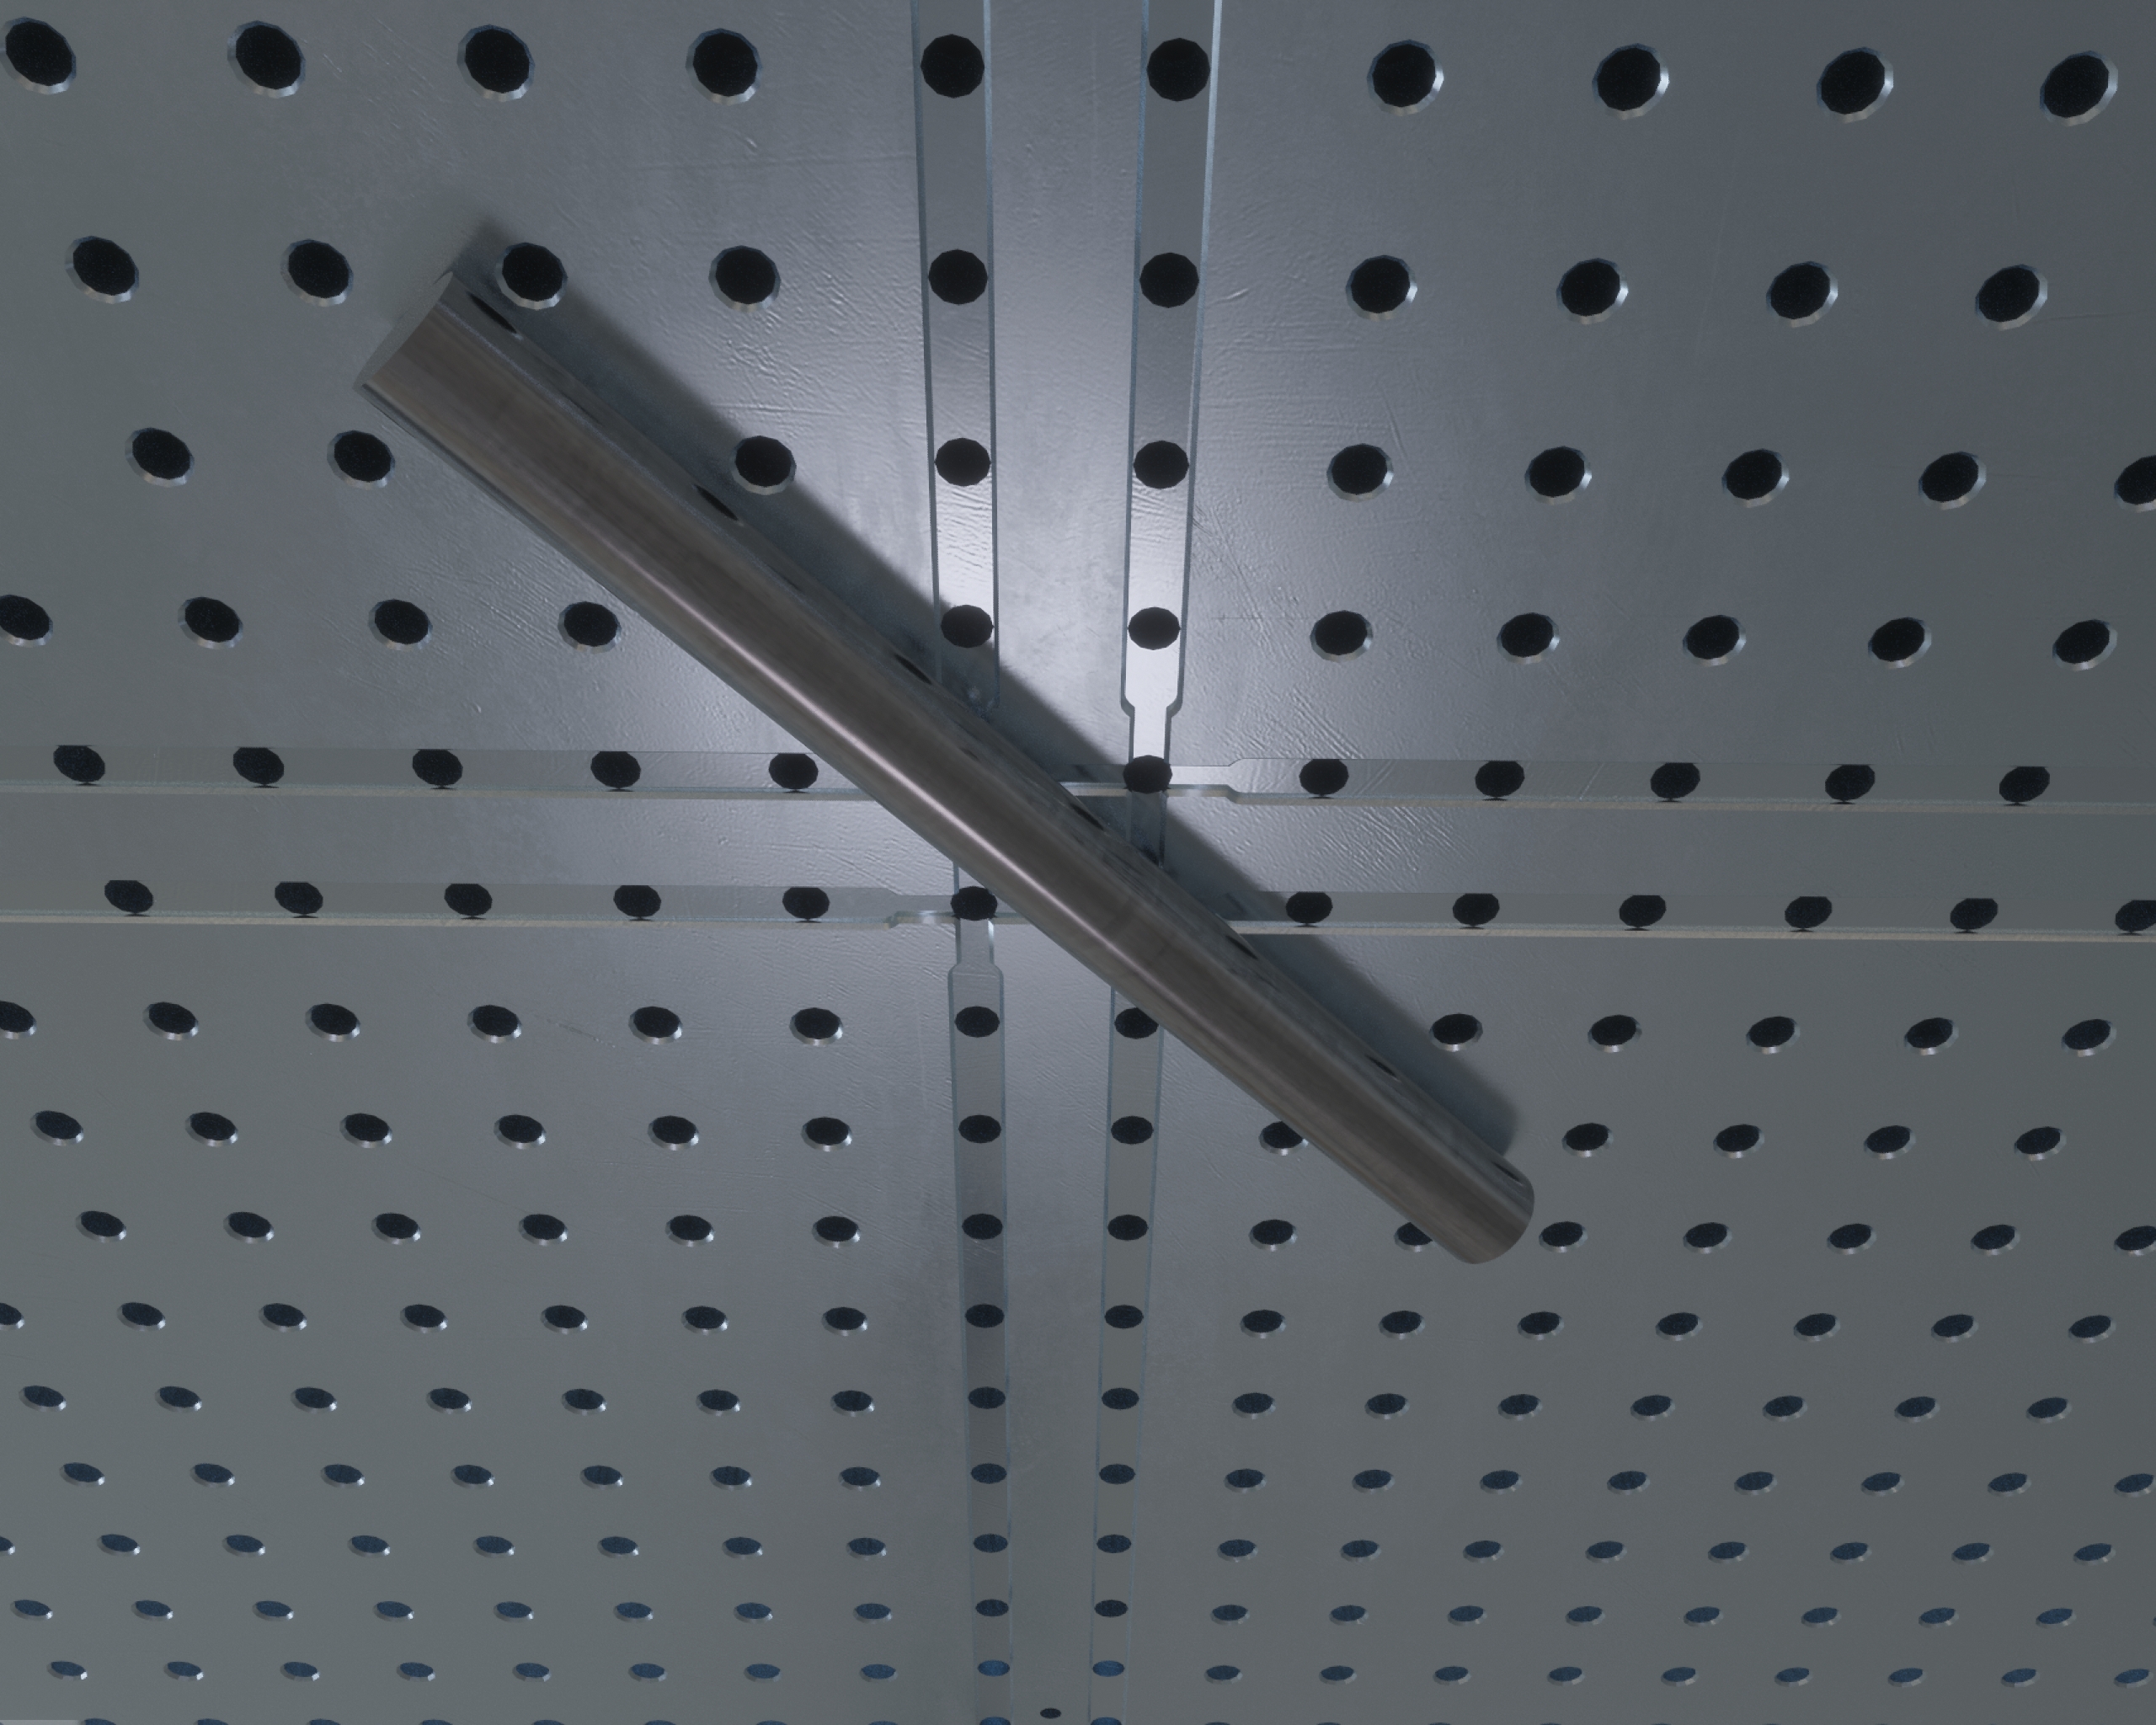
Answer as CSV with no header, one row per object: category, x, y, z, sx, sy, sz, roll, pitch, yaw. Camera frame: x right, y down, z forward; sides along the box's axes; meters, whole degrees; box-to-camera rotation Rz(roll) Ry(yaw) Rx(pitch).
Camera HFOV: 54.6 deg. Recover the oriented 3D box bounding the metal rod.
metal rod,-0.007,-0.002,0.410,0.025,0.025,0.301,-35,122,26
